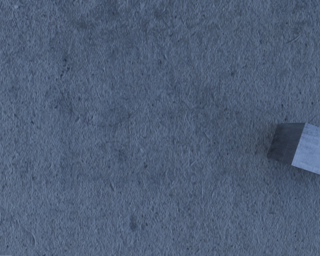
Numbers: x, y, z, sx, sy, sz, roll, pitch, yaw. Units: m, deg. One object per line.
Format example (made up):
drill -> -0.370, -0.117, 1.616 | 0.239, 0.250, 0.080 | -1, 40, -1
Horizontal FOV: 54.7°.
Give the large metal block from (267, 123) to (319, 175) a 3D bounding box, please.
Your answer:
large metal block -> 0.192, 0.030, 0.384 | 0.080, 0.080, 0.050 | 18, 90, 0
